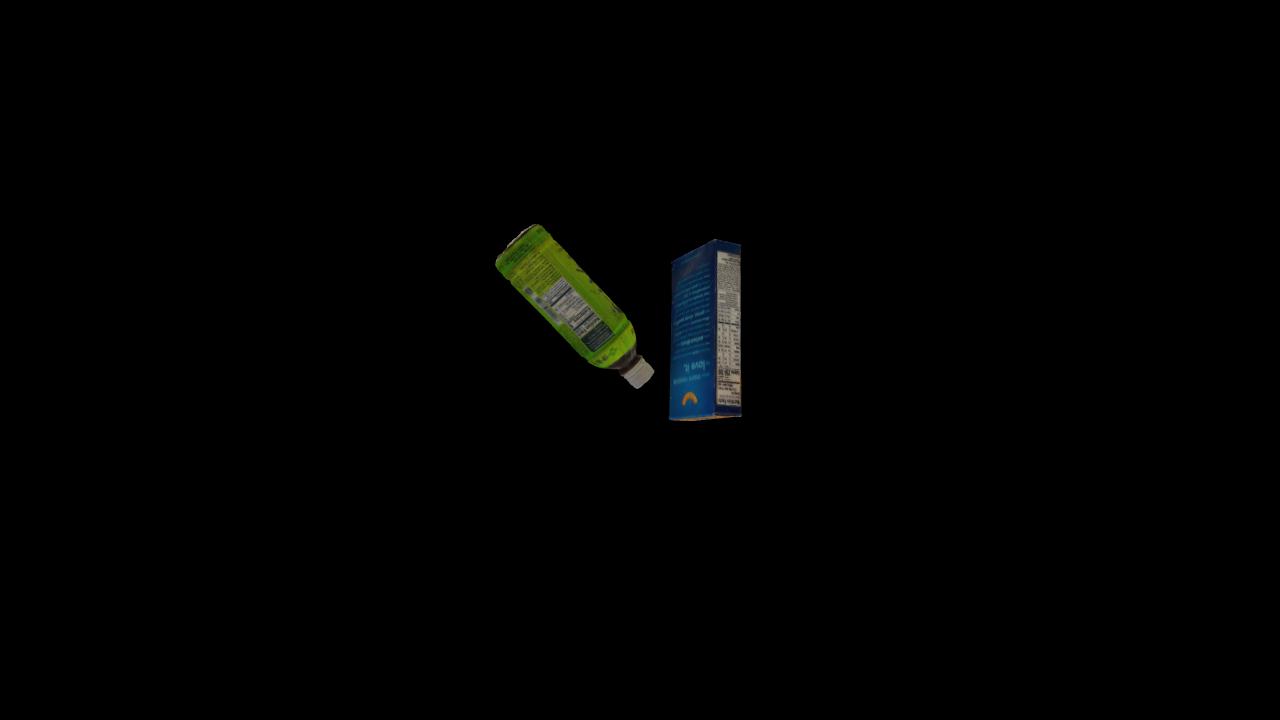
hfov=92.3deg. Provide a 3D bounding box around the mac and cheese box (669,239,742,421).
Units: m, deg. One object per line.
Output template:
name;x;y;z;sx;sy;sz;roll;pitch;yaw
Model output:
mac and cheese box;0.069;-0.028;0.664;0.041;0.184;0.093;6;-10;-27

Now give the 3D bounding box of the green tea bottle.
green tea bottle;-0.066;-0.052;0.686;0.073;0.212;0.073;-40;9;8
